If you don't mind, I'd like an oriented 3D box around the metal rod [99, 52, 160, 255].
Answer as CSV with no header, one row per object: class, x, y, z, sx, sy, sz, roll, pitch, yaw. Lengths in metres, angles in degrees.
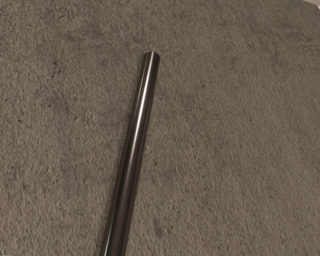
metal rod,-0.031,0.018,0.377,0.025,0.025,0.300,21,54,-17
